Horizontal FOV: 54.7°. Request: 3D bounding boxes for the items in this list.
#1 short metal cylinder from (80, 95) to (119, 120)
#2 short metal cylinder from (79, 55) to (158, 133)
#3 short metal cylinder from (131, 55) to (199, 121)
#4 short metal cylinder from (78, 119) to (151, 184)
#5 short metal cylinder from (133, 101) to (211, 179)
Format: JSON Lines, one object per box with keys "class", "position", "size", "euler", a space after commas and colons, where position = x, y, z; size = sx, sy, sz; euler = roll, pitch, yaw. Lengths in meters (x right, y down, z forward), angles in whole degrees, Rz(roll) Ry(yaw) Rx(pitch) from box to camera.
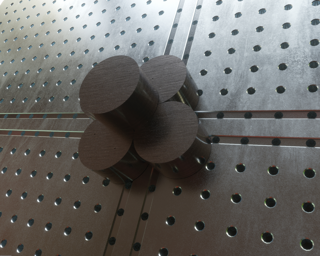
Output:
{"class": "short metal cylinder", "position": [-0.067, -0.039, 0.449], "size": [0.080, 0.050, 0.080], "euler": [-13, 56, 20]}
{"class": "short metal cylinder", "position": [-0.049, -0.040, 0.374], "size": [0.080, 0.050, 0.080], "euler": [-12, 58, 20]}
{"class": "short metal cylinder", "position": [0.007, -0.051, 0.418], "size": [0.080, 0.050, 0.080], "euler": [-13, 56, 20]}
{"class": "short metal cylinder", "position": [-0.058, 0.026, 0.404], "size": [0.080, 0.050, 0.080], "euler": [-13, 56, 20]}
{"class": "short metal cylinder", "position": [0.016, 0.015, 0.373], "size": [0.080, 0.050, 0.080], "euler": [-13, 56, 20]}
